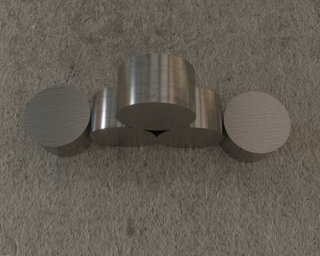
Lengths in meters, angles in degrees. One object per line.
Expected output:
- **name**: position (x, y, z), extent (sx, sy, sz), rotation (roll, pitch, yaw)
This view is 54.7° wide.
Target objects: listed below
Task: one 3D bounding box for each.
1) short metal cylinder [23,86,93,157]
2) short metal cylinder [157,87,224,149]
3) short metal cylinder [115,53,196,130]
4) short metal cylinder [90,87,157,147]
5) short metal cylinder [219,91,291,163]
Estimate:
- **short metal cylinder**: position (-0.125, -0.007, 0.398), extent (0.081, 0.050, 0.080), rotation (0, 70, -1)
- **short metal cylinder**: position (0.036, -0.010, 0.384), extent (0.081, 0.080, 0.050), rotation (0, 69, 0)
- **short metal cylinder**: position (-0.004, -0.034, 0.319), extent (0.080, 0.080, 0.050), rotation (1, 71, 0)
- **short metal cylinder**: position (-0.044, -0.011, 0.384), extent (0.081, 0.080, 0.050), rotation (0, 70, 0)
- **short metal cylinder**: position (0.117, 0.000, 0.396), extent (0.081, 0.050, 0.080), rotation (0, 70, -1)
